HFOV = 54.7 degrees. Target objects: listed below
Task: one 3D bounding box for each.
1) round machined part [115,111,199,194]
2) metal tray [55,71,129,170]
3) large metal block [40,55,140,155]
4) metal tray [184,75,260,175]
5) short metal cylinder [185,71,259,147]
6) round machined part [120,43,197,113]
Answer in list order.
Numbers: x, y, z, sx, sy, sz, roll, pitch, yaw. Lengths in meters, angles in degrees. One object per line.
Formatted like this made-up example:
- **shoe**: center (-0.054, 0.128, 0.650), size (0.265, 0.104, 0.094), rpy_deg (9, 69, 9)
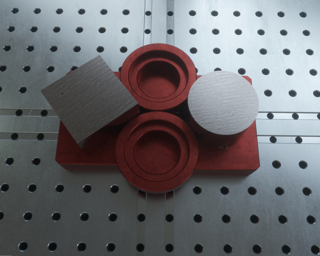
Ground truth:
- **round machined part**: center (-0.003, 0.032, 0.381), size (0.099, 0.042, 0.098), rpy_deg (0, 70, 0)
- **metal tray**: center (-0.082, -0.012, 0.412), size (0.091, 0.030, 0.130), rpy_deg (1, 70, -1)
- **large metal block**: center (-0.081, -0.027, 0.376), size (0.080, 0.050, 0.080), rpy_deg (-35, 74, -12)
- **metal tray**: center (0.077, -0.006, 0.409), size (0.091, 0.030, 0.130), rpy_deg (1, 70, 0)
- **short metal cylinder**: center (0.072, -0.022, 0.374), size (0.081, 0.050, 0.080), rpy_deg (0, 70, 0)
- **round machined part**: center (-0.002, -0.061, 0.415), size (0.099, 0.042, 0.098), rpy_deg (0, 70, 0)
